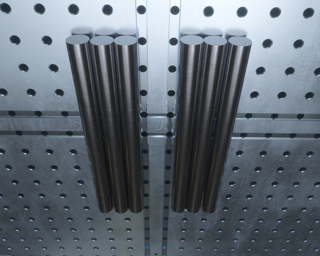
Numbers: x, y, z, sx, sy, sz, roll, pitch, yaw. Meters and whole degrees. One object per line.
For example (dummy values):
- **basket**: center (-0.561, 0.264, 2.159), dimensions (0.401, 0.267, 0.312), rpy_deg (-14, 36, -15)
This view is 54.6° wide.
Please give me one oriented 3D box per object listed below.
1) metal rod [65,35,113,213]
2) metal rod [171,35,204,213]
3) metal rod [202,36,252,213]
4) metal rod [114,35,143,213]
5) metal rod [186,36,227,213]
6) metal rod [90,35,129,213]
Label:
- **metal rod**: center (-0.089, 0.019, 0.426), dimensions (0.025, 0.025, 0.298), rpy_deg (0, 130, -1)
- **metal rod**: center (0.033, 0.019, 0.427), dimensions (0.025, 0.025, 0.298), rpy_deg (0, 130, -1)
- **metal rod**: center (0.084, 0.020, 0.429), dimensions (0.025, 0.025, 0.298), rpy_deg (0, 130, -1)
- **metal rod**: center (-0.038, 0.020, 0.427), dimensions (0.025, 0.025, 0.298), rpy_deg (0, 130, -1)
- **metal rod**: center (0.058, 0.020, 0.428), dimensions (0.025, 0.025, 0.298), rpy_deg (0, 130, -1)
- **metal rod**: center (-0.064, 0.020, 0.427), dimensions (0.025, 0.025, 0.298), rpy_deg (0, 130, -1)
